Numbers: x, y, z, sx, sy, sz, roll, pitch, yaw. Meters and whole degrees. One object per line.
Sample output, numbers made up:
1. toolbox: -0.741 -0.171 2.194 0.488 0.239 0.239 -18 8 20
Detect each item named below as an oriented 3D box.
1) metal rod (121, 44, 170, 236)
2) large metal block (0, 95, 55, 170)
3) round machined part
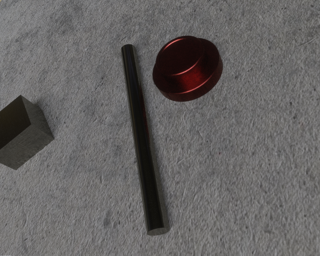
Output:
1. metal rod: -0.027 -0.008 0.420 0.025 0.025 0.299 -22 53 14
2. large metal block: -0.230 0.007 0.501 0.080 0.050 0.080 -39 51 1
3. round machined part: 0.033 -0.088 0.429 0.098 0.042 0.098 -13 56 20
